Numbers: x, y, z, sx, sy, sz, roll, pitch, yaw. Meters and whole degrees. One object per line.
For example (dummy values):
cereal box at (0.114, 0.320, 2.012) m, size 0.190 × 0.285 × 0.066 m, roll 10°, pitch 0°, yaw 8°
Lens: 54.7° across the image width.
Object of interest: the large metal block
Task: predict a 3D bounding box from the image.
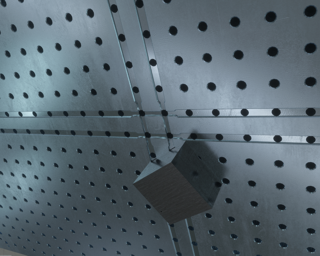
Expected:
large metal block at (0.024, 0.078, 0.429) m, size 0.080 × 0.050 × 0.080 m, roll 49°, pitch 128°, yaw -7°
